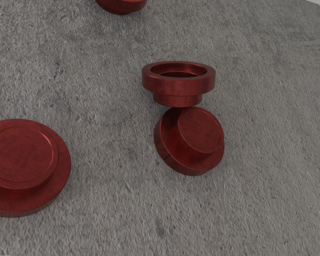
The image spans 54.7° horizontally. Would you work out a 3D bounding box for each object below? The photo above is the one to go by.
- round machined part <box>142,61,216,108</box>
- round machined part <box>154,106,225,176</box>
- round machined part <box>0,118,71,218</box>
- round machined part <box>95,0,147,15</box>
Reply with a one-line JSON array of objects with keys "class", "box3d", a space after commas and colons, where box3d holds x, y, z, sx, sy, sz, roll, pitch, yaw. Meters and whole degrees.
[{"class": "round machined part", "box3d": [0.025, -0.059, 0.421, 0.099, 0.042, 0.098, 1, 26, 0]}, {"class": "round machined part", "box3d": [0.045, 0.011, 0.410, 0.099, 0.042, 0.098, 14, 56, -21]}, {"class": "round machined part", "box3d": [-0.136, 0.033, 0.299, 0.099, 0.042, 0.098, 14, 56, -21]}, {"class": "round machined part", "box3d": [-0.067, -0.219, 0.490, 0.099, 0.042, 0.098, 14, 56, -21]}]
